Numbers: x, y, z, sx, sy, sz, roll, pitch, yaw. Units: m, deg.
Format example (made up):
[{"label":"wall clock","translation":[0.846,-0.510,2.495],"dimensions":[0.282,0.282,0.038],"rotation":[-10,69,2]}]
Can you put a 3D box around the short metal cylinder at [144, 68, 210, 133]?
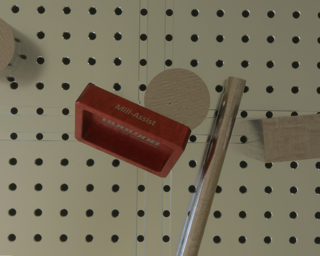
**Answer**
[{"label":"short metal cylinder","translation":[0.021,-0.033,0.401],"dimensions":[0.081,0.050,0.079],"rotation":[0,90,-1]}]

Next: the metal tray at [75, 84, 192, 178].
[{"label":"metal tray","translation":[-0.038,0.008,0.379],"dimensions":[0.131,0.090,0.030],"rotation":[24,56,-1]}]

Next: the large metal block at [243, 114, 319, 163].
[{"label":"large metal block","translation":[0.157,0.011,0.388],"dimensions":[0.081,0.080,0.050],"rotation":[-5,90,-1]}]

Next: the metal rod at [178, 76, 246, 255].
[{"label":"metal rod","translation":[0.063,0.078,0.414],"dimensions":[0.025,0.025,0.298],"rotation":[16,90,-1]}]

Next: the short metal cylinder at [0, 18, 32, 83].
[{"label":"short metal cylinder","translation":[-0.216,-0.100,0.398],"dimensions":[0.081,0.050,0.079],"rotation":[0,90,-1]}]
